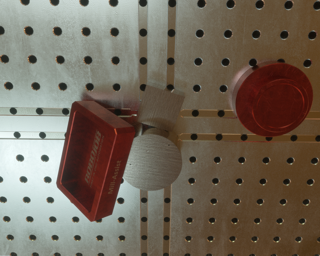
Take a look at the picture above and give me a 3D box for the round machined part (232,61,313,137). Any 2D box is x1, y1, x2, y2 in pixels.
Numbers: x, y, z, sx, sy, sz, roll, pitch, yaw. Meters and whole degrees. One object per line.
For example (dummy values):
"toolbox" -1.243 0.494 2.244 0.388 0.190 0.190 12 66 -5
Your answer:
"round machined part" 0.146 -0.033 0.393 0.099 0.042 0.097 0 110 0

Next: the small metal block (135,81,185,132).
"small metal block" 0.000 -0.028 0.403 0.050 0.025 0.050 17 109 -7

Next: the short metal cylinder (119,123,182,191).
"short metal cylinder" -0.012 0.036 0.413 0.081 0.050 0.079 0 110 0

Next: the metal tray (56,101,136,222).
"metal tray" -0.086 0.040 0.396 0.090 0.030 0.129 31 114 34
